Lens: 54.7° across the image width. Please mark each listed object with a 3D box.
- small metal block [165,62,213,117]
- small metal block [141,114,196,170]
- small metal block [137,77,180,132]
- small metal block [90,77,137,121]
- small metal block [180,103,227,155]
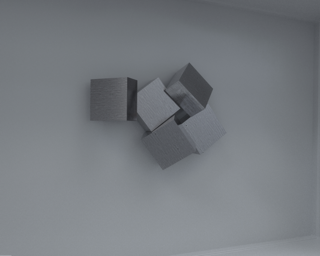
[{"bbox_3d":[0.040,-0.051,0.412,0.050,0.025,0.050,45,41,-15],"label":"small metal block"},{"bbox_3d":[0.012,0.018,0.402,0.050,0.025,0.050,-32,102,14],"label":"small metal block"},{"bbox_3d":[-0.011,-0.030,0.406,0.050,0.025,0.050,-39,103,-16],"label":"small metal block"},{"bbox_3d":[-0.056,-0.033,0.374,0.050,0.025,0.050,0,89,23],"label":"small metal block"},{"bbox_3d":[0.056,0.001,0.431,0.050,0.025,0.050,-38,102,-16],"label":"small metal block"}]
